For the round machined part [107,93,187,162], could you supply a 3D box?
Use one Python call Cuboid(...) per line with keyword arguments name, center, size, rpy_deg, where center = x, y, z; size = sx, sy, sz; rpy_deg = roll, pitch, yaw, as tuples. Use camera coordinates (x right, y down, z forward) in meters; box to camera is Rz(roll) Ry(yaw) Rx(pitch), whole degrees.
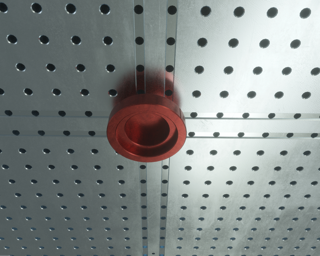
Cuboid(name="round machined part", center=(-0.016, -0.004, 0.397), size=(0.099, 0.042, 0.097), rpy_deg=(-1, 130, 0))
